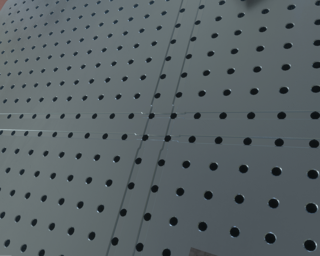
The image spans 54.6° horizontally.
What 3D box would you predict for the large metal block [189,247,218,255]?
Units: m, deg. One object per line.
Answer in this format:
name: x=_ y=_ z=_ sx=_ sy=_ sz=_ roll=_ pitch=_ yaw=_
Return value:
large metal block: x=0.051 y=0.152 z=0.254 sx=0.050 sy=0.080 sz=0.080 roll=6 pitch=65 yaw=31
